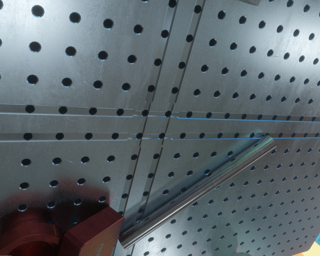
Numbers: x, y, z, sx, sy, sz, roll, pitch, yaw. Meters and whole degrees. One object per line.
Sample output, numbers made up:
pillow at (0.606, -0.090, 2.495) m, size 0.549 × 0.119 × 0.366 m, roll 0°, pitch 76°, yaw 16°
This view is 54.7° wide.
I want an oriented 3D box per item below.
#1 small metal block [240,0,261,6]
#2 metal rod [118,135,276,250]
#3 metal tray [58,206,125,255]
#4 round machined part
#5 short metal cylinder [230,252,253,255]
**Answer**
small metal block at (0.101, -0.177, 0.359) m, size 0.050 × 0.025 × 0.050 m, roll 10°, pitch 113°, yaw -33°
metal rod at (0.065, 0.103, 0.512) m, size 0.301 × 0.025 × 0.025 m, roll -32°, pitch 129°, yaw -8°
metal tray at (-0.105, 0.184, 0.438) m, size 0.091 × 0.030 × 0.129 m, roll -18°, pitch 133°, yaw -59°
round machined part at (-0.171, 0.161, 0.407) m, size 0.099 × 0.042 × 0.097 m, roll -14°, pitch 125°, yaw -21°
short metal cylinder at (0.182, 0.323, 0.679) m, size 0.080 × 0.080 × 0.050 m, roll -26°, pitch 128°, yaw -12°
